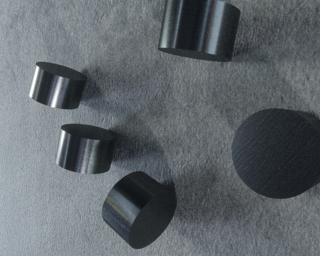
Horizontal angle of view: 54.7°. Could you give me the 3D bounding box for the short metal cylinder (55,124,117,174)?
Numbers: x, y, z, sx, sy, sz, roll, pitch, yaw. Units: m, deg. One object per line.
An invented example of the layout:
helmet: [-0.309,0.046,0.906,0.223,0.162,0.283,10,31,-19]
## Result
short metal cylinder: [-0.108,0.029,0.456,0.080,0.081,0.050,22,104,37]

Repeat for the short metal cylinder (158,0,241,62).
short metal cylinder: [0.041,-0.104,0.334,0.080,0.081,0.050,16,100,38]

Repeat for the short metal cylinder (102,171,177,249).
short metal cylinder: [-0.025,0.101,0.387,0.050,0.081,0.079,29,108,36]

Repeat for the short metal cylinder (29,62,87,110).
short metal cylinder: [-0.165,-0.069,0.502,0.080,0.081,0.050,33,111,35]

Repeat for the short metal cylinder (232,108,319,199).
short metal cylinder: [0.116,0.022,0.292,0.080,0.050,0.079,0,90,39]
